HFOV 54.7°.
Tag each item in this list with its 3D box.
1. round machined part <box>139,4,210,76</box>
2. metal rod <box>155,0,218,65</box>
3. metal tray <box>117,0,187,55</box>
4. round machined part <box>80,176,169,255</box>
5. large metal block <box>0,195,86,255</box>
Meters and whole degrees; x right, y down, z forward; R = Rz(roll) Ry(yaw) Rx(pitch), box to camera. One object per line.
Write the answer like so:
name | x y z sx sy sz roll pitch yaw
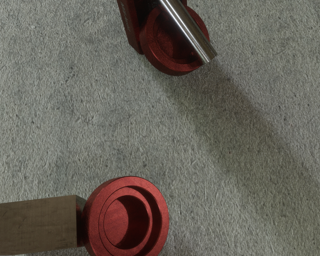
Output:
round machined part | 0.017 -0.119 0.429 0.099 0.042 0.097 4 81 -26
metal rod | -0.025 -0.206 0.384 0.025 0.025 0.300 -41 102 -13
metal tray | -0.009 -0.169 0.412 0.090 0.130 0.030 -36 64 -12
round machined part | -0.041 0.104 0.345 0.099 0.042 0.098 10 72 -34
large metal block | -0.122 0.108 0.339 0.081 0.080 0.050 -6 70 -2
